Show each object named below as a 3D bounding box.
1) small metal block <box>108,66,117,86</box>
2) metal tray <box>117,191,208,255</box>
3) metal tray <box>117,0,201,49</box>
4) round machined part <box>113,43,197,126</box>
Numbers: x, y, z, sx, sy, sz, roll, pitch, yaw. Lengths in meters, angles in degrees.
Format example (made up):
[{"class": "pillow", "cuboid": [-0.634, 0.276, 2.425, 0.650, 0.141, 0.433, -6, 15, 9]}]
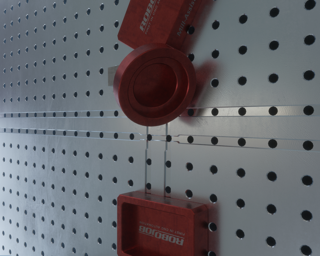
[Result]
[{"class": "small metal block", "cuboid": [-0.035, -0.070, 0.422, 0.050, 0.050, 0.025, -2, 89, 40]}, {"class": "metal tray", "cuboid": [-0.001, 0.138, 0.406, 0.130, 0.030, 0.089, 0, 90, 40]}, {"class": "metal tray", "cuboid": [0.002, -0.159, 0.404, 0.090, 0.030, 0.129, 38, 113, 33]}, {"class": "round machined part", "cuboid": [-0.009, -0.054, 0.374, 0.042, 0.099, 0.097, 48, 121, 52]}]
